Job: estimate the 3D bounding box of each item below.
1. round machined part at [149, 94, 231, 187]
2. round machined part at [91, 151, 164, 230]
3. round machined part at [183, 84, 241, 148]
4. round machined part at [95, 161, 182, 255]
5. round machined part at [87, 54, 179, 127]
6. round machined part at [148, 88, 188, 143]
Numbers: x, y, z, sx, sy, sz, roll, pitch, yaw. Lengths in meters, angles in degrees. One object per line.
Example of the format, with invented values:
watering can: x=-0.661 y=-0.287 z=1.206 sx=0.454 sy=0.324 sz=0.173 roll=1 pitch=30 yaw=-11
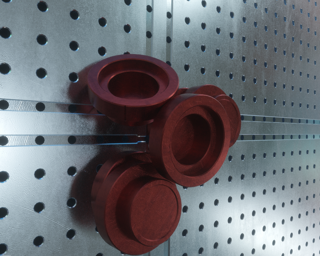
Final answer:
round machined part: x=0.028 y=0.011 z=0.337 sx=0.099 sy=0.042 sz=0.097 roll=-8 pitch=103 yaw=-36
round machined part: x=-0.024 y=0.076 z=0.350 sx=0.099 sy=0.042 sz=0.097 roll=0 pitch=90 yaw=-40
round machined part: x=0.066 y=-0.007 z=0.397 sx=0.099 sy=0.042 sz=0.097 roll=1 pitch=89 yaw=-40
round machined part: x=-0.015 y=0.085 z=0.329 sx=0.099 sy=0.042 sz=0.097 roll=0 pitch=90 yaw=-40
round machined part: x=-0.030 y=-0.039 z=0.347 sx=0.099 sy=0.098 sz=0.042 roll=-34 pitch=147 yaw=-35
round machined part: x=0.036 y=-0.003 z=0.400 sx=0.099 sy=0.042 sz=0.097 roll=0 pitch=90 yaw=-40
